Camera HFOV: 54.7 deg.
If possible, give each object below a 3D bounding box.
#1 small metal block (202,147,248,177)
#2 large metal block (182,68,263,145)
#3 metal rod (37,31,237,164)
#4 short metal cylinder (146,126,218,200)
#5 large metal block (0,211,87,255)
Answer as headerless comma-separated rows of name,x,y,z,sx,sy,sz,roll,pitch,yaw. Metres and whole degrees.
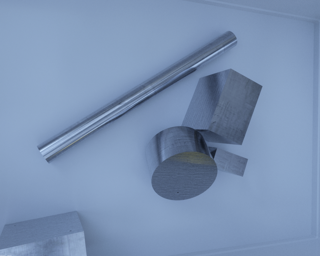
small metal block,0.084,0.045,0.430,0.050,0.050,0.025,20,83,-19
large metal block,0.078,-0.026,0.412,0.050,0.080,0.080,24,82,-19
metal rod,-0.017,-0.049,0.405,0.302,0.025,0.025,-34,101,-17
short metal cylinder,0.025,0.044,0.388,0.081,0.050,0.079,-6,126,-8
large metal block,-0.126,0.133,0.336,0.081,0.080,0.050,-7,93,-20
